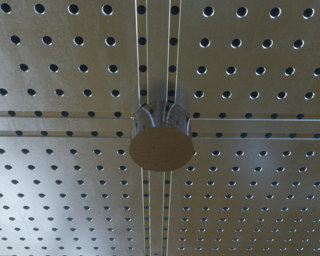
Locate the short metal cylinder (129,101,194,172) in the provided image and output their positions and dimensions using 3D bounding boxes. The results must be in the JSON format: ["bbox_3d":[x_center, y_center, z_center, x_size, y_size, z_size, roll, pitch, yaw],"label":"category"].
[{"bbox_3d":[0.002,0.012,0.405,0.080,0.050,0.080,0,130,0],"label":"short metal cylinder"}]
